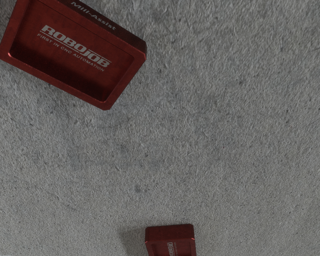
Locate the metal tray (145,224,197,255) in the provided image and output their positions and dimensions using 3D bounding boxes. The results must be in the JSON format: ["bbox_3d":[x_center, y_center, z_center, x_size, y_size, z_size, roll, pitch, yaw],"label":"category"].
[{"bbox_3d":[0.025,0.240,0.607,0.090,0.030,0.129,-6,130,4],"label":"metal tray"}]

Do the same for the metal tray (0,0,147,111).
[{"bbox_3d":[-0.091,-0.083,0.331,0.131,0.030,0.090,27,125,-22],"label":"metal tray"}]
